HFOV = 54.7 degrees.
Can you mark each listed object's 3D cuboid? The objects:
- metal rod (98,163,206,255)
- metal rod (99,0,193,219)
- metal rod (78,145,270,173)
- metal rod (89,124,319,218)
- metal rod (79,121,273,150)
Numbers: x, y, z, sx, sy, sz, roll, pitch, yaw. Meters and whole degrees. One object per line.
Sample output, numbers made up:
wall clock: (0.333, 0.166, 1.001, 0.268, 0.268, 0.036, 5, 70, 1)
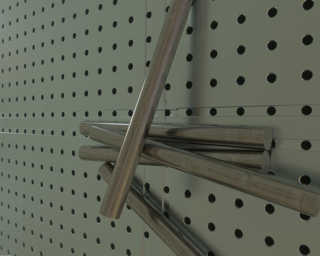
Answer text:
metal rod: (0.015, 0.138, 0.394, 0.300, 0.025, 0.025, 37, 113, 33)
metal rod: (-0.011, -0.040, 0.370, 0.025, 0.025, 0.299, 16, 85, 38)
metal rod: (-0.007, 0.038, 0.413, 0.300, 0.025, 0.025, -1, 89, 39)
metal rod: (0.021, 0.035, 0.356, 0.300, 0.025, 0.025, 14, 99, 39)
metal rod: (-0.005, 0.005, 0.411, 0.300, 0.025, 0.025, 2, 92, 39)
